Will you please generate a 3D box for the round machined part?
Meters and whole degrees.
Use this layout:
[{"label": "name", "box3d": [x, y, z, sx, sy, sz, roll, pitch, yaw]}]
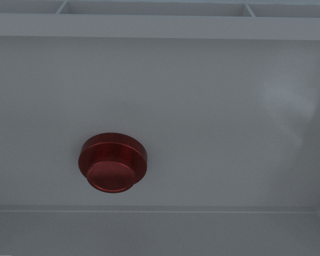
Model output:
[{"label": "round machined part", "box3d": [-0.068, 0.057, 0.445, 0.099, 0.042, 0.097, 0, 130, 0]}]
